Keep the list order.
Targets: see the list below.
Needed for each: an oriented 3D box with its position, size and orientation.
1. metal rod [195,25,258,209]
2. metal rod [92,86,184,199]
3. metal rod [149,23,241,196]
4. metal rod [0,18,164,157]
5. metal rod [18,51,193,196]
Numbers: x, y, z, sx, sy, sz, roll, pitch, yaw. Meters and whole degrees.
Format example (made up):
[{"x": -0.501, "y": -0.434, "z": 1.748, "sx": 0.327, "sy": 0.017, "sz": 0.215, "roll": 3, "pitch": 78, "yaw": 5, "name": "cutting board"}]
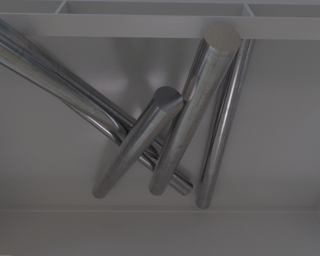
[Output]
[{"x": 0.080, "y": 0.011, "z": 0.418, "sx": 0.025, "sy": 0.025, "sz": 0.298, "roll": 2, "pitch": 130, "yaw": -2, "name": "metal rod"}, {"x": -0.045, "y": 0.039, "z": 0.371, "sx": 0.025, "sy": 0.025, "sz": 0.299, "roll": 17, "pitch": 150, "yaw": -14, "name": "metal rod"}, {"x": 0.018, "y": 0.015, "z": 0.327, "sx": 0.025, "sy": 0.025, "sz": 0.298, "roll": 7, "pitch": 150, "yaw": -6, "name": "metal rod"}, {"x": -0.052, "y": -0.014, "z": 0.311, "sx": 0.025, "sy": 0.025, "sz": 0.300, "roll": -21, "pitch": 154, "yaw": 17, "name": "metal rod"}, {"x": -0.054, "y": 0.009, "z": 0.415, "sx": 0.025, "sy": 0.025, "sz": 0.300, "roll": -33, "pitch": 123, "yaw": 24, "name": "metal rod"}]
